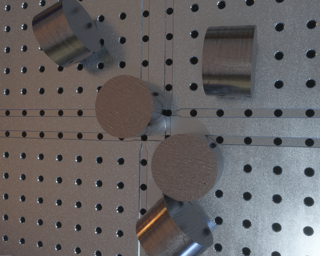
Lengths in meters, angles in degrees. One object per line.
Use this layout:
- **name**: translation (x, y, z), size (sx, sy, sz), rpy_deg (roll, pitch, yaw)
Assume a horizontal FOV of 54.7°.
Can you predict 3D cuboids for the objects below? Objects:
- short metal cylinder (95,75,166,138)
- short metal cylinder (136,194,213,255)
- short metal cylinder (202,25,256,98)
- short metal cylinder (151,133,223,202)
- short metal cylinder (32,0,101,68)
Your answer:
- **short metal cylinder**: translation (-0.038, -0.027, 0.412), size (0.080, 0.050, 0.079), rpy_deg (0, 90, 19)
- **short metal cylinder**: translation (0.018, 0.125, 0.376), size (0.080, 0.080, 0.050), rpy_deg (46, 104, 14)
- **short metal cylinder**: translation (0.082, -0.075, 0.354), size (0.050, 0.080, 0.079), rpy_deg (4, 92, 20)
- **short metal cylinder**: translation (0.036, 0.046, 0.386), size (0.080, 0.050, 0.079), rpy_deg (0, 90, 19)
- **short metal cylinder**: translation (-0.126, -0.131, 0.426), size (0.050, 0.080, 0.080), rpy_deg (-22, 83, 18)
